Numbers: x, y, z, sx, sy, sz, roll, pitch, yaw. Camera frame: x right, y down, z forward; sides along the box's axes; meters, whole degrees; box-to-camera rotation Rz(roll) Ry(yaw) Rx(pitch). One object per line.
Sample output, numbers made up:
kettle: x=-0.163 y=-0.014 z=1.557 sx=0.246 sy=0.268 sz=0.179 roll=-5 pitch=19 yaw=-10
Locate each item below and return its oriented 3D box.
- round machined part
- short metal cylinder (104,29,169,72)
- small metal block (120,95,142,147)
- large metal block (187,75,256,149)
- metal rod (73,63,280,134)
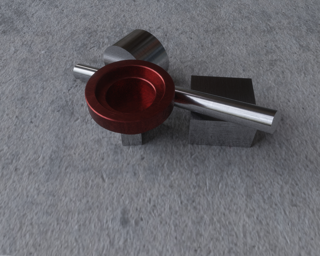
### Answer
round machined part: x=-0.033 y=-0.031 z=0.355 sx=0.099 sy=0.042 sz=0.098 roll=0 pitch=51 yaw=0
short metal cylinder: x=-0.034 y=-0.094 z=0.448 sx=0.080 sy=0.080 sz=0.050 roll=30 pitch=56 yaw=22
small metal block: x=-0.037 y=-0.011 z=0.398 sx=0.025 sy=0.050 sz=0.050 roll=-2 pitch=50 yaw=-2
large metal block: x=0.079 y=-0.022 z=0.408 sx=0.080 sy=0.050 sz=0.080 roll=4 pitch=50 yaw=2
metal rod: x=-0.003 y=-0.046 z=0.395 sx=0.300 sy=0.025 sz=0.025 roll=19 pitch=51 yaw=32
